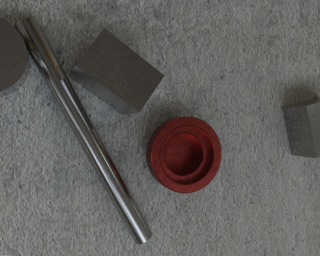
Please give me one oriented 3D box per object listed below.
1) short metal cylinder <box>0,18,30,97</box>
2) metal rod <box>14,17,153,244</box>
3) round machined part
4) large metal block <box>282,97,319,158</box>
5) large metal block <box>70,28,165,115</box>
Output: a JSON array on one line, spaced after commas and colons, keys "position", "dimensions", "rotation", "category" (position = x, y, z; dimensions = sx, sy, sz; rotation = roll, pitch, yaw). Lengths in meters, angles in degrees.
[{"position": [-0.183, -0.074, 0.328], "dimensions": [0.081, 0.050, 0.079], "rotation": [0, 90, -21], "category": "short metal cylinder"}, {"position": [-0.087, 0.011, 0.377], "dimensions": [0.025, 0.025, 0.299], "rotation": [-30, 100, -18], "category": "metal rod"}, {"position": [0.028, 0.034, 0.412], "dimensions": [0.099, 0.042, 0.097], "rotation": [0, 90, -21], "category": "round machined part"}, {"position": [0.250, -0.004, 0.491], "dimensions": [0.081, 0.050, 0.080], "rotation": [-15, 95, -20], "category": "large metal block"}, {"position": [-0.053, -0.060, 0.361], "dimensions": [0.080, 0.080, 0.050], "rotation": [36, 78, -17], "category": "large metal block"}]
